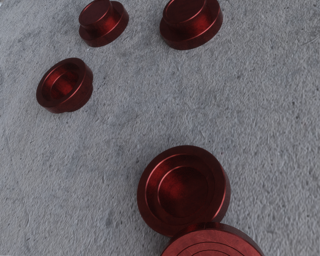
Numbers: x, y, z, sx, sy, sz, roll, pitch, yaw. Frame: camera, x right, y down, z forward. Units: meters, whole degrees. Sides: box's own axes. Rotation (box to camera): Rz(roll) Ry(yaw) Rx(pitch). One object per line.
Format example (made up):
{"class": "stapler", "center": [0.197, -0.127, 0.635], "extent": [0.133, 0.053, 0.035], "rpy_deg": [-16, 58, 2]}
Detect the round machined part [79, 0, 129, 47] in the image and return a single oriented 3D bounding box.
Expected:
{"class": "round machined part", "center": [-0.111, -0.202, 0.575], "extent": [0.098, 0.042, 0.098], "rpy_deg": [-13, 56, 21]}

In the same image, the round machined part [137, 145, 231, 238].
{"class": "round machined part", "center": [0.028, 0.071, 0.335], "extent": [0.098, 0.042, 0.098], "rpy_deg": [-13, 56, 21]}

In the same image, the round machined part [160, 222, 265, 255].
{"class": "round machined part", "center": [0.046, 0.131, 0.270], "extent": [0.098, 0.042, 0.097], "rpy_deg": [0, 88, 10]}

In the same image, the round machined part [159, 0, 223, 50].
{"class": "round machined part", "center": [0.043, -0.171, 0.475], "extent": [0.098, 0.042, 0.098], "rpy_deg": [-13, 56, 21]}

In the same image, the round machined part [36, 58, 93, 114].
{"class": "round machined part", "center": [-0.151, -0.065, 0.513], "extent": [0.098, 0.042, 0.098], "rpy_deg": [-13, 56, 21]}
